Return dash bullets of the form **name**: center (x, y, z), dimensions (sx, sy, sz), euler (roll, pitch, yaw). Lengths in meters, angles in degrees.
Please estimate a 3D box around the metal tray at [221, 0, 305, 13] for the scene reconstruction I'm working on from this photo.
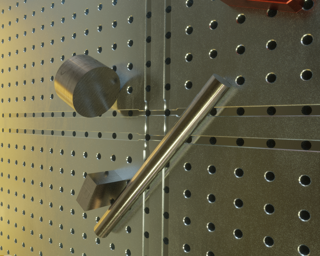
- **metal tray**: center (0.115, -0.190, 0.310), dimensions (0.090, 0.030, 0.129), euler (25, 105, 37)

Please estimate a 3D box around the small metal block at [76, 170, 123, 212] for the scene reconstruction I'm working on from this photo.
- **small metal block**: center (-0.091, 0.093, 0.465), dimensions (0.025, 0.050, 0.050), euler (40, 114, 32)

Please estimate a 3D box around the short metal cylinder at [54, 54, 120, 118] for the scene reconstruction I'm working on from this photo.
- **short metal cylinder**: center (-0.107, -0.062, 0.459), dimensions (0.050, 0.081, 0.079), euler (35, 111, 34)

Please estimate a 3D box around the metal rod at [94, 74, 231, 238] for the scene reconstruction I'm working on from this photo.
- **metal rod**: center (-0.011, 0.053, 0.415), dimensions (0.025, 0.025, 0.298), euler (52, 120, 27)
